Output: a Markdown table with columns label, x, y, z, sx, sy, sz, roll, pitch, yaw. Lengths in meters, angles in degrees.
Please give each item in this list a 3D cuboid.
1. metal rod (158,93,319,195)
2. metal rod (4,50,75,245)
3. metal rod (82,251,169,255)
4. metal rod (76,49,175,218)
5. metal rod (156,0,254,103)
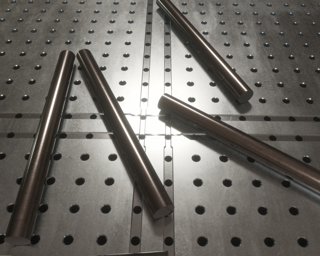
| label | x | y | z | sx | sy | sz | roll | pitch | yaw |
| --- | --- | --- | --- | --- | --- | --- | --- | --- | --- |
| metal rod | 0.126 | 0.030 | 0.383 | 0.300 | 0.025 | 0.025 | 29 | 56 | 22 |
| metal rod | -0.146 | -0.002 | 0.406 | 0.025 | 0.025 | 0.300 | -1 | 50 | -1 |
| metal rod | -0.142 | 0.137 | 0.290 | 0.302 | 0.025 | 0.025 | -2 | 50 | -3 |
| metal rod | -0.060 | -0.014 | 0.418 | 0.025 | 0.025 | 0.300 | -20 | 53 | -16 |
| metal rod | 0.064 | -0.150 | 0.534 | 0.025 | 0.025 | 0.300 | -18 | 53 | -15 |
